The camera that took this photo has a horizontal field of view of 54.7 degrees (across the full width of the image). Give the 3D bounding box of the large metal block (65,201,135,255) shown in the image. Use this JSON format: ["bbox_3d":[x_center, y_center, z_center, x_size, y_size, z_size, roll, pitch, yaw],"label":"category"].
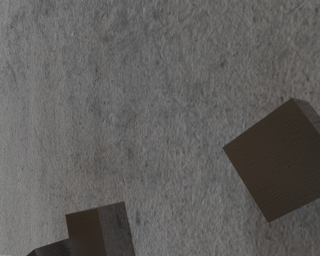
[{"bbox_3d":[-0.090,0.159,0.460,0.080,0.050,0.080,-21,77,37],"label":"large metal block"}]

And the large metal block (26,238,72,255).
[{"bbox_3d":[-0.180,0.227,0.515,0.080,0.081,0.050,-41,65,32],"label":"large metal block"}]

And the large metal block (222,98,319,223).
[{"bbox_3d":[0.120,0.029,0.289,0.080,0.050,0.080,-42,65,31],"label":"large metal block"}]
